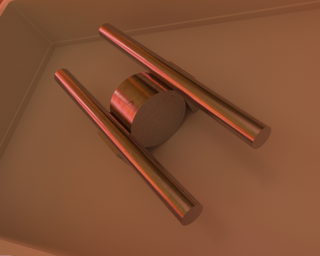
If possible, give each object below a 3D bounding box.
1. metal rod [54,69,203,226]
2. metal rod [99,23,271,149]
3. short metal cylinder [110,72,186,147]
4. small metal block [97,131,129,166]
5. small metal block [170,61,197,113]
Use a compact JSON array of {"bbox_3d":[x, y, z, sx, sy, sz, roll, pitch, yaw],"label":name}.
[{"bbox_3d":[-0.059,0.000,0.370,0.025,0.025,0.300,-45,51,-4],"label":"metal rod"},{"bbox_3d":[0.006,-0.069,0.378,0.025,0.025,0.300,-45,51,-4],"label":"metal rod"},{"bbox_3d":[-0.015,-0.023,0.389,0.080,0.080,0.050,-45,51,-3],"label":"short metal cylinder"},{"bbox_3d":[-0.046,0.022,0.397,0.025,0.050,0.050,-45,51,-3],"label":"small metal block"},{"bbox_3d":[0.029,-0.053,0.403,0.025,0.050,0.050,-45,51,-3],"label":"small metal block"}]
